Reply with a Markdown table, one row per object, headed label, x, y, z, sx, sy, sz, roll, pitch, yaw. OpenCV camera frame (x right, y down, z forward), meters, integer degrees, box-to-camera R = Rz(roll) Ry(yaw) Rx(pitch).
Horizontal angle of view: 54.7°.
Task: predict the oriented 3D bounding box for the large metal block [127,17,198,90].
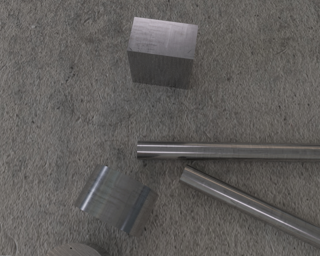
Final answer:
| label | x | y | z | sx | sy | sz | roll | pitch | yaw |
| --- | --- | --- | --- | --- | --- | --- | --- | --- | --- |
| large metal block | 0.004 | -0.097 | 0.414 | 0.080 | 0.080 | 0.050 | 8 | 70 | 3 |

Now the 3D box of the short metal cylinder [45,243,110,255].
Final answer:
| label | x | y | z | sx | sy | sz | roll | pitch | yaw |
| --- | --- | --- | --- | --- | --- | --- | --- | --- | --- |
| short metal cylinder | -0.090 | 0.166 | 0.334 | 0.081 | 0.050 | 0.080 | 0 | 70 | 0 |

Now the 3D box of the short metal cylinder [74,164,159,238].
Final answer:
| label | x | y | z | sx | sy | sz | roll | pitch | yaw |
| --- | --- | --- | --- | --- | --- | --- | --- | --- | --- |
| short metal cylinder | -0.048 | 0.082 | 0.349 | 0.080 | 0.080 | 0.050 | 24 | 72 | 8 |

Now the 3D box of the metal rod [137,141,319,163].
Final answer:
| label | x | y | z | sx | sy | sz | roll | pitch | yaw |
| --- | --- | --- | --- | --- | --- | --- | --- | --- | --- |
| metal rod | 0.123 | 0.031 | 0.397 | 0.302 | 0.025 | 0.025 | 1 | 70 | 0 |

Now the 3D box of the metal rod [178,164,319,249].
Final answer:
| label | x | y | z | sx | sy | sz | roll | pitch | yaw |
| --- | --- | --- | --- | --- | --- | --- | --- | --- | --- |
| metal rod | 0.164 | 0.118 | 0.366 | 0.301 | 0.025 | 0.025 | 24 | 72 | 8 |
